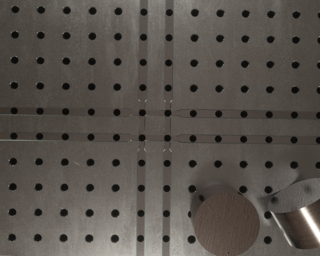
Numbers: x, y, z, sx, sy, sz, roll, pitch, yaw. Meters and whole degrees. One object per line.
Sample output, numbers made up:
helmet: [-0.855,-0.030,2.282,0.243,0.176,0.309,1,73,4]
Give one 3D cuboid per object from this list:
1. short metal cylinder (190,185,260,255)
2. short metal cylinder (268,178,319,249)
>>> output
short metal cylinder: [0.082,0.118,0.402,0.081,0.050,0.079,0,90,-1]
short metal cylinder: [0.185,0.105,0.388,0.080,0.080,0.050,-30,90,0]
